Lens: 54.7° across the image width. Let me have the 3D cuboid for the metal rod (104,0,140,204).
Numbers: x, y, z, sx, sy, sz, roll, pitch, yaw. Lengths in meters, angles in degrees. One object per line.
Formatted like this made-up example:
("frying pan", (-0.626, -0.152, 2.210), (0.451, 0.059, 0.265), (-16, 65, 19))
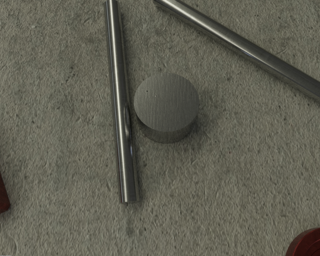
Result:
("metal rod", (-0.055, -0.049, 0.425), (0.025, 0.025, 0.299), (-7, 70, -3))

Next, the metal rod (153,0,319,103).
("metal rod", (0.118, -0.121, 0.453), (0.300, 0.025, 0.025), (35, 74, 11))

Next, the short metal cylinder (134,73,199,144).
("short metal cylinder", (0.008, -0.025, 0.404), (0.081, 0.050, 0.080), (0, 70, 0))

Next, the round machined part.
("round machined part", (0.186, 0.161, 0.342), (0.099, 0.042, 0.098), (0, 70, 0))

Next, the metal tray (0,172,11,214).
("metal tray", (-0.252, 0.058, 0.382), (0.091, 0.030, 0.130), (-25, 72, -9))
